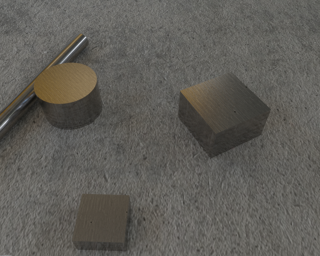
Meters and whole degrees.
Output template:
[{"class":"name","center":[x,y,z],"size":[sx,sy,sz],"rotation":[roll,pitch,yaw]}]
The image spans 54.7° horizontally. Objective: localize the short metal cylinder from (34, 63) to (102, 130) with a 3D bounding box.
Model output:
[{"class":"short metal cylinder","center":[-0.123,-0.044,0.423],"size":[0.081,0.050,0.080],"rotation":[0,50,0]}]

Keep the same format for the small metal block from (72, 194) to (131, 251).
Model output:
[{"class":"small metal block","center":[-0.058,0.097,0.321],"size":[0.050,0.025,0.050],"rotation":[2,50,1]}]

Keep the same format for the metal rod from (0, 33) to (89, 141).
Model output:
[{"class":"metal rod","center":[-0.187,-0.043,0.437],"size":[0.025,0.025,0.301],"rotation":[17,52,13]}]

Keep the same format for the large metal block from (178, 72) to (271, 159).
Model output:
[{"class":"large metal block","center":[0.080,-0.019,0.403],"size":[0.081,0.050,0.080],"rotation":[-22,54,-18]}]
